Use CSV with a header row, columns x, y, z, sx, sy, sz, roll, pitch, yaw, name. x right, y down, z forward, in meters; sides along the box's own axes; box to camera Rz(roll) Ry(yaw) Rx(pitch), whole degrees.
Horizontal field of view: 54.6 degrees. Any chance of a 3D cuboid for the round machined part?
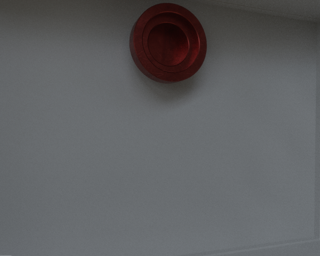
x,y,z,sx,sy,sz,roll,pitch,yaw,name
0.008,-0.106,0.404,0.099,0.042,0.097,0,90,-20,round machined part
